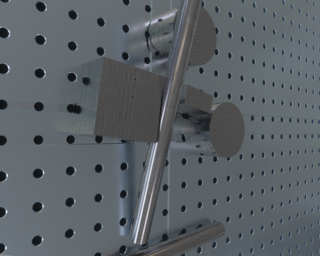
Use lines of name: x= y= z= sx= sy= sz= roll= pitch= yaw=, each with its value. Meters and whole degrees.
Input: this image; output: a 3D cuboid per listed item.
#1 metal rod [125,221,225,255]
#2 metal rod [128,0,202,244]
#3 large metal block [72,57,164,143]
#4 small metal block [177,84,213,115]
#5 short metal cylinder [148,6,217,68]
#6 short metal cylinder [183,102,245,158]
metal rod: x=-0.023 y=0.167 z=0.390 sx=0.302 sy=0.025 sz=0.025 roll=-4 pitch=93 yaw=-40
metal rod: x=0.005 y=-0.005 z=0.375 sx=0.025 sy=0.025 sz=0.298 roll=8 pitch=97 yaw=-40
large metal block: x=-0.046 y=-0.027 z=0.354 sx=0.081 sy=0.050 sz=0.080 roll=11 pitch=83 yaw=-40
small metal block: x=0.036 y=-0.037 z=0.423 sx=0.050 sy=0.050 sz=0.025 roll=18 pitch=79 yaw=-39
short metal cylinder: x=0.031 y=-0.121 z=0.419 sx=0.081 sy=0.050 sz=0.079 roll=0 pitch=91 yaw=-40
short metal cylinder: x=0.081 y=0.003 z=0.462 sx=0.081 sy=0.050 sz=0.079 roll=0 pitch=90 yaw=-40
